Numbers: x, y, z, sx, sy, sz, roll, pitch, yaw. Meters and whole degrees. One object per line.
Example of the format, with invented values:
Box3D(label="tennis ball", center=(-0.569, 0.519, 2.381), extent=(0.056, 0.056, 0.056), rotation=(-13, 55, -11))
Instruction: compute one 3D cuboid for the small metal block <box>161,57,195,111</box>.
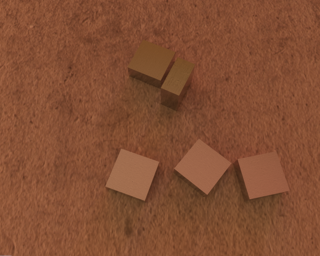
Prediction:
Box3D(label="small metal block", center=(0.023, -0.058, 0.416), extent=(0.025, 0.050, 0.050), rotation=(25, 72, 8))

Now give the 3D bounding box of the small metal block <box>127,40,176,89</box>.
Box3D(label="small metal block", center=(-0.012, -0.091, 0.441), extent=(0.050, 0.025, 0.050), rotation=(23, 71, 8))

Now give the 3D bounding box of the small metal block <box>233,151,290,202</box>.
Box3D(label="small metal block", center=(0.125, 0.061, 0.387), extent=(0.050, 0.025, 0.050), rotation=(-11, 71, -5))

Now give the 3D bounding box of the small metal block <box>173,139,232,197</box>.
Box3D(label="small metal block", center=(0.053, 0.051, 0.390), extent=(0.050, 0.025, 0.050), rotation=(38, 74, 12))

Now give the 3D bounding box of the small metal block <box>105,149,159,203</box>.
Box3D(label="small metal block", center=(-0.033, 0.060, 0.386), extent=(0.050, 0.025, 0.050), rotation=(19, 71, 6))
